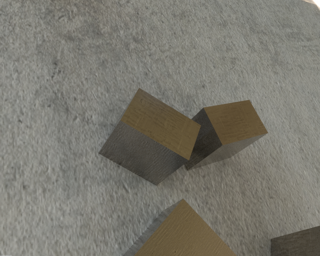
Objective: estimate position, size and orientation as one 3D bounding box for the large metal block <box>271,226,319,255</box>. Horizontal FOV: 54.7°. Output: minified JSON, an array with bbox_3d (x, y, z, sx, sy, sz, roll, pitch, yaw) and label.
[{"bbox_3d":[0.194,0.165,0.375,0.080,0.080,0.050,26,53,-13],"label":"large metal block"}]

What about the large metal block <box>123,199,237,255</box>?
[{"bbox_3d":[0.017,0.135,0.316,0.080,0.050,0.080,47,51,4],"label":"large metal block"}]

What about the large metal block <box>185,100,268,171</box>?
[{"bbox_3d":[0.076,0.010,0.406,0.081,0.080,0.050,-11,68,-33],"label":"large metal block"}]

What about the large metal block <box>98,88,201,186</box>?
[{"bbox_3d":[-0.013,0.013,0.355,0.080,0.080,0.050,31,52,-9],"label":"large metal block"}]
